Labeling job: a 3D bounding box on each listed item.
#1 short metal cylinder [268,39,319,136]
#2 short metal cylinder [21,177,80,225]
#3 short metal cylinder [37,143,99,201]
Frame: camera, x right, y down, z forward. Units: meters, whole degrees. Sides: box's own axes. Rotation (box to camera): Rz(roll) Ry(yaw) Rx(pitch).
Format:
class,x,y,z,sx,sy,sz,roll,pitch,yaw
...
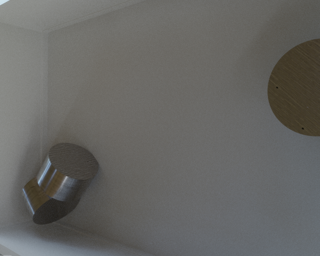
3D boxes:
class,x,y,z,sx,sy,sz,roll,pitch,yaw
short metal cylinder,0.144,-0.033,0.272,0.080,0.050,0.080,0,90,40
short metal cylinder,-0.184,0.117,0.523,0.050,0.081,0.080,49,119,29
short metal cylinder,-0.146,0.069,0.492,0.080,0.081,0.050,49,119,29
